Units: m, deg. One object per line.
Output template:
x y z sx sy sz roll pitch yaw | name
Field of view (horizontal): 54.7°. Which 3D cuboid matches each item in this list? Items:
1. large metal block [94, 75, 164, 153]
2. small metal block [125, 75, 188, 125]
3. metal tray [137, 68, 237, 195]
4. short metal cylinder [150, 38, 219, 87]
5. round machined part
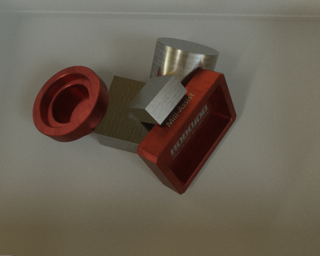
-0.029 -0.013 0.399 0.080 0.050 0.080 14 71 4 | large metal block
-0.005 -0.032 0.352 0.025 0.050 0.050 47 73 -25 | small metal block
0.038 0.005 0.371 0.030 0.090 0.130 25 69 37 | metal tray
0.031 -0.082 0.402 0.080 0.080 0.050 15 115 5 | short metal cylinder
-0.108 -0.027 0.395 0.098 0.042 0.098 -10 63 20 | round machined part
